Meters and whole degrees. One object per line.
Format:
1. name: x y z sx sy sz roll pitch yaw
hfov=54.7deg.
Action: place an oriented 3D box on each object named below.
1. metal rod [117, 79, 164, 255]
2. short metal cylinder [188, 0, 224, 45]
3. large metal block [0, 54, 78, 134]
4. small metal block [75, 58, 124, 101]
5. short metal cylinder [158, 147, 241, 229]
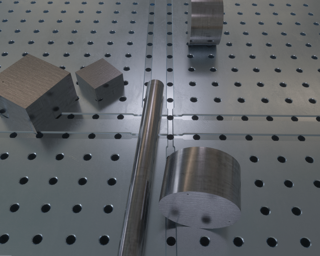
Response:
1. metal rod: -0.020 0.052 0.363 0.025 0.025 0.300 4 50 3
2. short metal cylinder: 0.075 -0.181 0.525 0.050 0.080 0.080 0 50 0
3. large metal block: -0.177 -0.050 0.432 0.080 0.050 0.080 25 54 20
4. small metal block: -0.091 -0.074 0.469 0.050 0.025 0.050 -36 59 -26
5. short metal cylinder: 0.042 0.063 0.319 0.080 0.080 0.050 7 51 6
